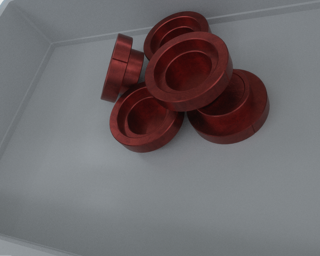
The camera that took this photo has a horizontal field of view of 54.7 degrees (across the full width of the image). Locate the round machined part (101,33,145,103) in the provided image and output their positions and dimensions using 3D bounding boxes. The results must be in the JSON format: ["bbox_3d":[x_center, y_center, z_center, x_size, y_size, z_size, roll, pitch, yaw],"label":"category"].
[{"bbox_3d":[-0.053,-0.083,0.449,0.042,0.098,0.098,15,61,-13],"label":"round machined part"}]

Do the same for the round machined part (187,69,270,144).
[{"bbox_3d":[0.078,-0.033,0.373,0.098,0.042,0.098,-13,56,20],"label":"round machined part"}]

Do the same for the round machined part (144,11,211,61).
[{"bbox_3d":[0.029,-0.119,0.451,0.098,0.042,0.098,-13,56,20],"label":"round machined part"}]

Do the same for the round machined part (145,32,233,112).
[{"bbox_3d":[0.036,-0.060,0.358,0.098,0.042,0.098,-13,56,20],"label":"round machined part"}]

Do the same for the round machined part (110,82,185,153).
[{"bbox_3d":[-0.013,-0.012,0.408,0.098,0.042,0.098,-13,56,20],"label":"round machined part"}]
